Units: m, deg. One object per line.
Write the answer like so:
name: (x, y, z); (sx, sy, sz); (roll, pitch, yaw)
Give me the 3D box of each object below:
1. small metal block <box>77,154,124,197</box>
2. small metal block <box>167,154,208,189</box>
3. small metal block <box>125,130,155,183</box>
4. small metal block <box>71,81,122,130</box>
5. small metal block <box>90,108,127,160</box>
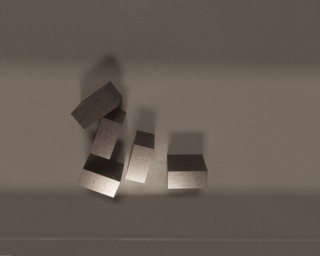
small metal block: (-0.079, 0.062, 0.420); (0.050, 0.050, 0.025); (22, 109, -8)
small metal block: (0.035, 0.058, 0.420); (0.050, 0.050, 0.025); (0, 110, 0)
small metal block: (-0.026, 0.037, 0.411); (0.025, 0.050, 0.050); (14, 109, -6)
small metal block: (-0.077, -0.029, 0.386); (0.050, 0.050, 0.025); (-34, 107, 11)
small metal block: (-0.066, 0.005, 0.399); (0.025, 0.050, 0.050); (20, 109, -8)
